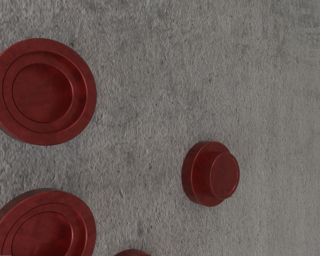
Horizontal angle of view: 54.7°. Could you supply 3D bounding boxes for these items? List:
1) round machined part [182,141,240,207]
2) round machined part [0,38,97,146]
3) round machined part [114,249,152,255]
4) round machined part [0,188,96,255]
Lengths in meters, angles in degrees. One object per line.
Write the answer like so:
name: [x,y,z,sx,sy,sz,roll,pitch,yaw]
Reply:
round machined part: [0.082,0.069,0.462,0.099,0.042,0.097,0,90,-40]
round machined part: [-0.115,-0.033,0.297,0.099,0.042,0.097,0,90,-40]
round machined part: [-0.030,0.201,0.369,0.099,0.042,0.097,0,90,-40]
round machined part: [-0.115,0.106,0.297,0.099,0.042,0.097,0,90,-40]
